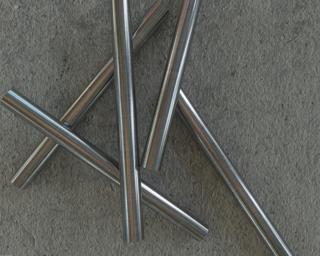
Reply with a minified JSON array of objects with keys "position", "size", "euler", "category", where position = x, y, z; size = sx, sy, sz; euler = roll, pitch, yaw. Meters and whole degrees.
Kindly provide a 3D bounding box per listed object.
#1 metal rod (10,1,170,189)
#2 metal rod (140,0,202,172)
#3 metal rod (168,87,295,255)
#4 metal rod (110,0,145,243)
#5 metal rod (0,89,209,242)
[{"position":[-0.091,-0.043,0.409],"size":[0.025,0.025,0.300],"euler":[39,90,0],"category":"metal rod"},{"position":[0.024,-0.095,0.389],"size":[0.025,0.025,0.299],"euler":[14,82,0],"category":"metal rod"},{"position":[0.094,0.065,0.410],"size":[0.025,0.025,0.299],"euler":[-34,90,0],"category":"metal rod"},{"position":[-0.041,-0.017,0.376],"size":[0.025,0.025,0.298],"euler":[-4,86,0],"category":"metal rod"},{"position":[-0.064,0.051,0.392],"size":[0.301,0.025,0.025],"euler":[36,90,-7],"category":"metal rod"}]
